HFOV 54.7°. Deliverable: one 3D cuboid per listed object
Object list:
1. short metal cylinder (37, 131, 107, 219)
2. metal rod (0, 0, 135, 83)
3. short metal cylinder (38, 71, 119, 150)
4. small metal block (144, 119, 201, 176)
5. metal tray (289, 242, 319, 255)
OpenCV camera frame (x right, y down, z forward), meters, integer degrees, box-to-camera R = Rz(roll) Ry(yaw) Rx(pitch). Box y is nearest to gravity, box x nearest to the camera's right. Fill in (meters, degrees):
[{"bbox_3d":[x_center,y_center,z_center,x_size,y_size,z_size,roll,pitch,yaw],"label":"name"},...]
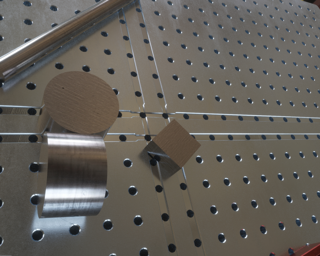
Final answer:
[{"bbox_3d":[-0.087,0.045,0.299,0.050,0.080,0.080,5,60,-26],"label":"short metal cylinder"},{"bbox_3d":[-0.109,-0.152,0.441,0.025,0.025,0.301,40,51,-1],"label":"metal rod"},{"bbox_3d":[-0.093,-0.017,0.353,0.081,0.050,0.080,14,56,-21],"label":"short metal cylinder"},{"bbox_3d":[0.017,0.024,0.402,0.050,0.025,0.050,44,51,2],"label":"small metal block"},{"bbox_3d":[0.202,0.219,0.379,0.091,0.030,0.130,-10,67,-33],"label":"metal tray"}]
